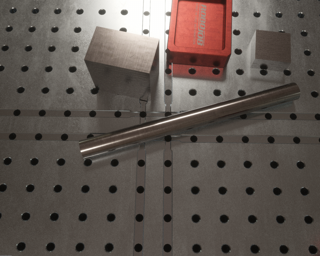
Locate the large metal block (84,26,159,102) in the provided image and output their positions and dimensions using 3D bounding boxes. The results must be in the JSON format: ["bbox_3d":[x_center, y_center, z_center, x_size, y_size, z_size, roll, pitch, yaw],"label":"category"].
[{"bbox_3d":[-0.046,-0.082,0.412,0.080,0.080,0.050,13,71,4],"label":"large metal block"}]

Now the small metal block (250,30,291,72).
[{"bbox_3d":[0.162,-0.114,0.455,0.050,0.025,0.050,7,70,2],"label":"small metal block"}]

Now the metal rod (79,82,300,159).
[{"bbox_3d":[0.044,-0.012,0.416,0.302,0.025,0.025,-15,71,-6],"label":"metal rod"}]

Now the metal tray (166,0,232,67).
[{"bbox_3d":[0.060,-0.159,0.467,0.091,0.030,0.130,5,70,1],"label":"metal tray"}]
